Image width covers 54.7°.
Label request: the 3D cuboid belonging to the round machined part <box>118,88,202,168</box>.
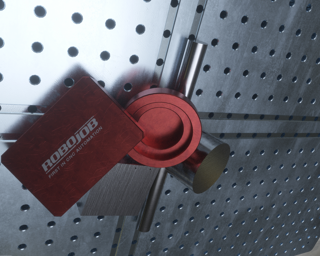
[{"bbox_3d":[0.000,-0.003,0.382,0.099,0.042,0.097,0,115,0],"label":"round machined part"}]

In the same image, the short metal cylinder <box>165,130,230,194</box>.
[{"bbox_3d":[0.054,0.045,0.435,0.081,0.050,0.079,-31,138,-33],"label":"short metal cylinder"}]

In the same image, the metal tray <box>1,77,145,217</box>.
[{"bbox_3d":[-0.092,0.020,0.338,0.130,0.030,0.090,-44,91,2],"label":"metal tray"}]

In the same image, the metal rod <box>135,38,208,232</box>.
[{"bbox_3d":[0.009,0.027,0.434,0.025,0.025,0.298,1,118,-29],"label":"metal rod"}]

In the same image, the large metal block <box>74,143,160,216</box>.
[{"bbox_3d":[-0.059,0.066,0.404,0.081,0.050,0.079,11,113,-33],"label":"large metal block"}]
